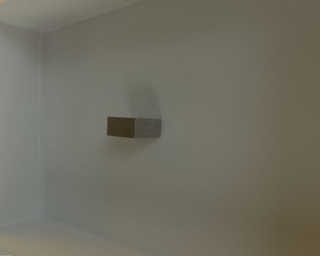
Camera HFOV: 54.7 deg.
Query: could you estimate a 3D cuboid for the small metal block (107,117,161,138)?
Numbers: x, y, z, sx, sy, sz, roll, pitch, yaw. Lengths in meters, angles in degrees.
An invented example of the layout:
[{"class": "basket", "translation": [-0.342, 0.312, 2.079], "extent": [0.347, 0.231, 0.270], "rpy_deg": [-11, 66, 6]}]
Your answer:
[{"class": "small metal block", "translation": [-0.034, -0.001, 0.412], "extent": [0.050, 0.050, 0.025], "rpy_deg": [4, 93, 39]}]
